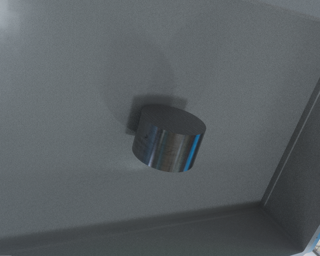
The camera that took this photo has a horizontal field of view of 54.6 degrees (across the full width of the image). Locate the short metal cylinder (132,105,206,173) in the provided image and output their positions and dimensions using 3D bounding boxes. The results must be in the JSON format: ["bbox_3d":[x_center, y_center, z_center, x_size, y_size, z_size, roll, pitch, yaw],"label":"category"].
[{"bbox_3d":[0.010,0.011,0.381,0.081,0.080,0.050,2,118,-29],"label":"short metal cylinder"}]
